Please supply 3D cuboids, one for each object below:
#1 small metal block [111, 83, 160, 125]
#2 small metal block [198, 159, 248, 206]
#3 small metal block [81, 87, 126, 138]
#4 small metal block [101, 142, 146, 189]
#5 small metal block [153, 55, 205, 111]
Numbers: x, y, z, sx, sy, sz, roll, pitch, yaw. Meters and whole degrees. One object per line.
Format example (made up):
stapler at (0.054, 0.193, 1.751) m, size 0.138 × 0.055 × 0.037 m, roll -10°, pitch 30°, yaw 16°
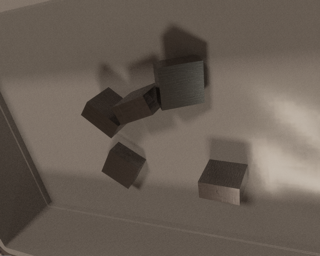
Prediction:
small metal block at (-0.023, -0.032, 0.384) m, size 0.050 × 0.050 × 0.025 m, roll -16°, pitch 110°, yaw 34°
small metal block at (0.081, 0.067, 0.391) m, size 0.050 × 0.050 × 0.025 m, roll 6°, pitch 121°, yaw 25°
small metal block at (-0.067, -0.021, 0.413) m, size 0.050 × 0.050 × 0.025 m, roll 38°, pitch 129°, yaw 2°
small metal block at (-0.056, 0.057, 0.472) m, size 0.050 × 0.025 × 0.050 m, roll 32°, pitch 128°, yaw 6°
small metal block at (0.022, -0.051, 0.349) m, size 0.050 × 0.025 × 0.050 m, roll -11°, pitch 119°, yaw -8°
